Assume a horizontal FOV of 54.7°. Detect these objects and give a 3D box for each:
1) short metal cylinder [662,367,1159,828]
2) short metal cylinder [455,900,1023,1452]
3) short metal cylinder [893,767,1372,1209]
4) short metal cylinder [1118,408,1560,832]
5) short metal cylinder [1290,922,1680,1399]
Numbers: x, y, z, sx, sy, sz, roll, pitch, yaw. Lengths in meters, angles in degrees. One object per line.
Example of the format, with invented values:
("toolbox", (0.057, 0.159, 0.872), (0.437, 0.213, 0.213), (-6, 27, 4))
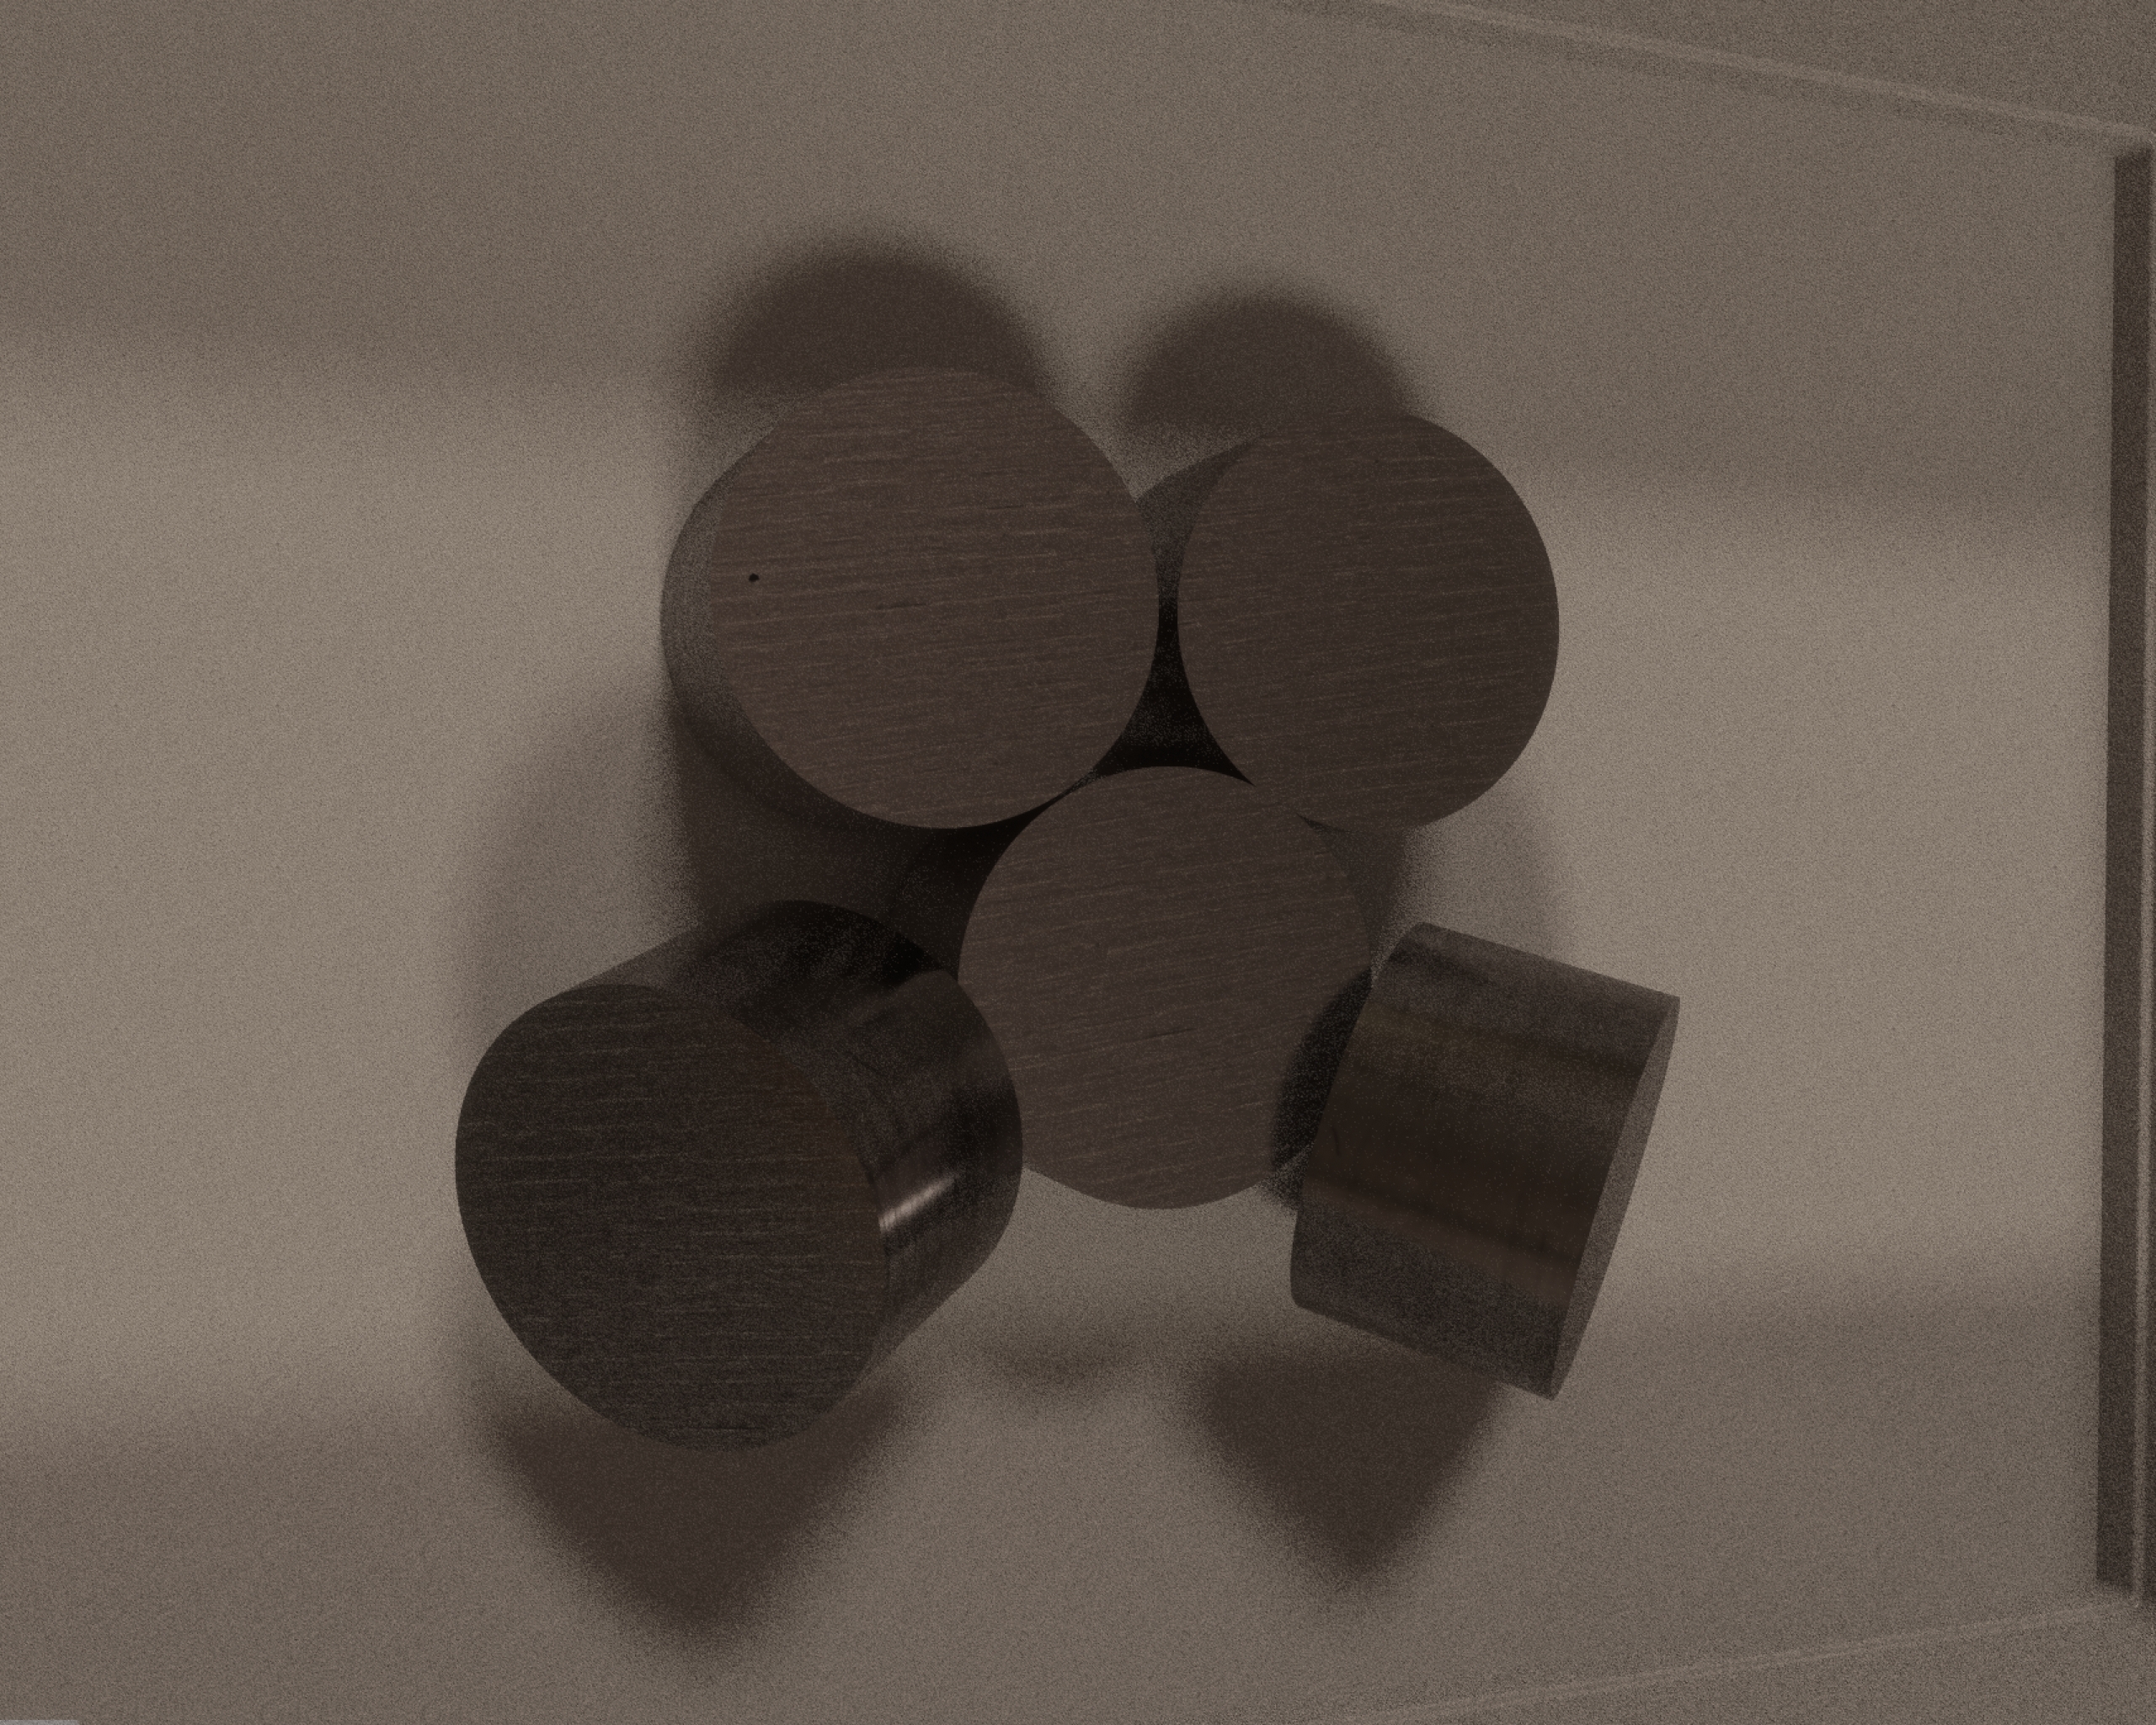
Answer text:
("short metal cylinder", (-0.032, -0.046, 0.383), (0.081, 0.050, 0.079), (0, 90, -21))
("short metal cylinder", (-0.056, 0.051, 0.354), (0.050, 0.080, 0.080), (-32, 105, -63))
("short metal cylinder", (0.008, 0.022, 0.398), (0.081, 0.050, 0.079), (0, 90, -21))
("short metal cylinder", (0.047, -0.046, 0.414), (0.081, 0.050, 0.079), (0, 90, -21))
("short metal cylinder", (0.080, 0.057, 0.404), (0.050, 0.080, 0.080), (17, 83, 20))
